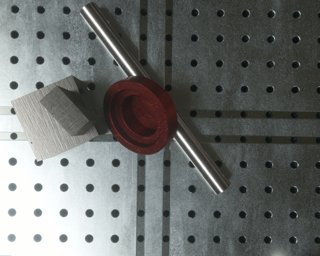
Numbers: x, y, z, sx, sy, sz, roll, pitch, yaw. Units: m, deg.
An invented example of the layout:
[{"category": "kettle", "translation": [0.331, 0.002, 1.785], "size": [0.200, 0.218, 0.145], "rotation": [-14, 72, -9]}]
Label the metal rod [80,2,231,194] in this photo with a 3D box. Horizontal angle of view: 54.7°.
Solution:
[{"category": "metal rod", "translation": [-0.006, -0.039, 0.413], "size": [0.025, 0.025, 0.299], "rotation": [-37, 90, 0]}]

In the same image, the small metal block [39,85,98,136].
[{"category": "small metal block", "translation": [-0.101, -0.018, 0.350], "size": [0.025, 0.050, 0.050], "rotation": [-42, 91, 0]}]

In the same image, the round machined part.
[{"category": "round machined part", "translation": [-0.020, -0.019, 0.388], "size": [0.098, 0.042, 0.097], "rotation": [17, 123, 28]}]

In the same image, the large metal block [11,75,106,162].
[{"category": "large metal block", "translation": [-0.127, -0.012, 0.399], "size": [0.080, 0.050, 0.080], "rotation": [-24, 90, -1]}]
